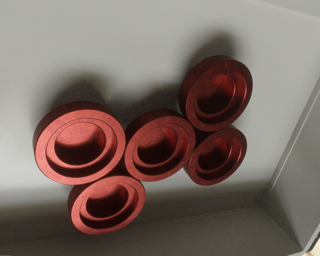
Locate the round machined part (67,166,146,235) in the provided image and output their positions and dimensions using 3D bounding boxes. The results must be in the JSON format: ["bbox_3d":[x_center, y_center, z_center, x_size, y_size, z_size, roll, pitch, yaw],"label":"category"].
[{"bbox_3d":[-0.072,0.090,0.410,0.099,0.042,0.097,-14,124,-21],"label":"round machined part"}]

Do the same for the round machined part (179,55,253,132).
[{"bbox_3d":[0.067,-0.047,0.402,0.099,0.042,0.097,-14,124,-21],"label":"round machined part"}]

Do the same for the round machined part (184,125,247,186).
[{"bbox_3d":[0.075,0.033,0.456,0.099,0.042,0.097,-14,124,-21],"label":"round machined part"}]

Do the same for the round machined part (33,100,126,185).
[{"bbox_3d":[-0.092,0.013,0.352,0.099,0.042,0.097,-14,124,-21],"label":"round machined part"}]

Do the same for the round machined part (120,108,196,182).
[{"bbox_3d":[-0.007,0.018,0.401,0.099,0.042,0.097,-14,124,-21],"label":"round machined part"}]
